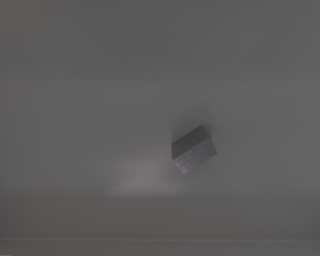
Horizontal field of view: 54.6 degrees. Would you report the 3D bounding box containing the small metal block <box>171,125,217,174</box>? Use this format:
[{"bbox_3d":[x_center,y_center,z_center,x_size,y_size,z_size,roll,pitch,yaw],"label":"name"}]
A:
[{"bbox_3d":[0.043,0.027,0.408,0.050,0.050,0.025,-33,107,11],"label":"small metal block"}]
